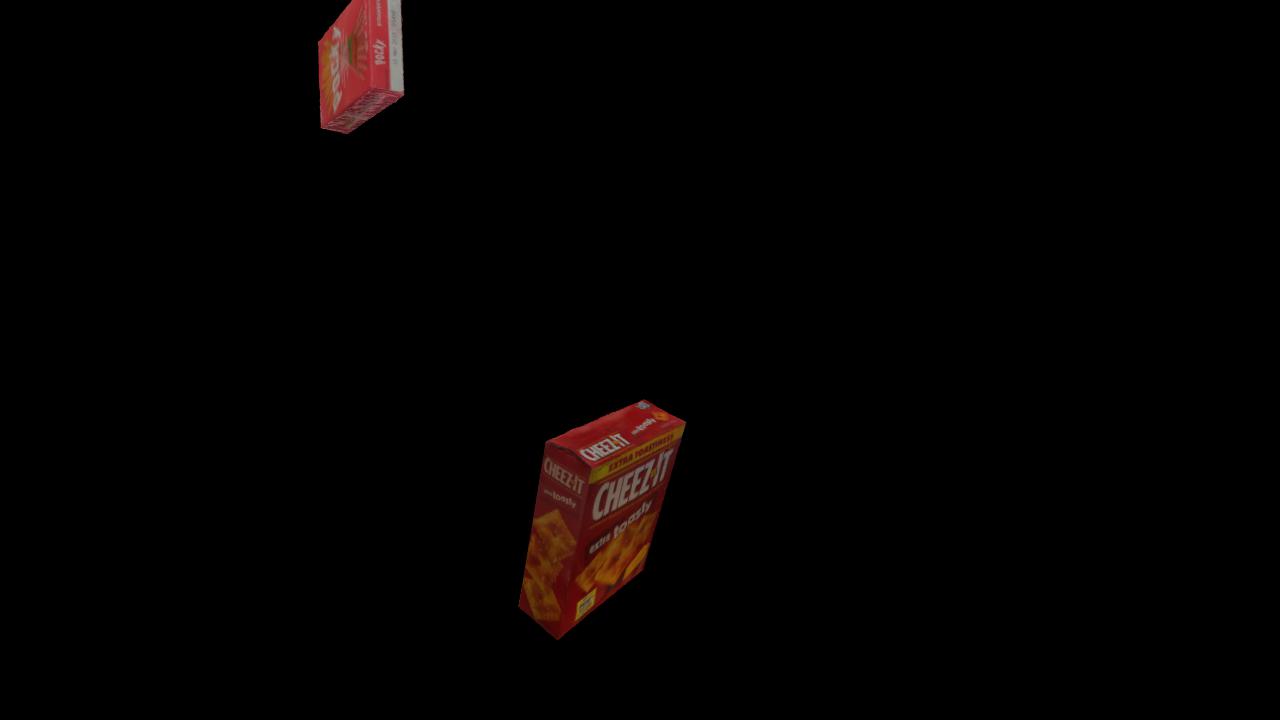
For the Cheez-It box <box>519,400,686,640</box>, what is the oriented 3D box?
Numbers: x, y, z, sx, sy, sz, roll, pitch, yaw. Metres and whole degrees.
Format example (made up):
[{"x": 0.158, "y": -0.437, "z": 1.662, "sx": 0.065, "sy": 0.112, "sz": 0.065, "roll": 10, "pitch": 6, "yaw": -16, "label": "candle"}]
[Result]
[{"x": -0.042, "y": 0.170, "z": 0.683, "sx": 0.071, "sy": 0.223, "sz": 0.166, "roll": 26, "pitch": 25, "yaw": 29, "label": "Cheez-It box"}]

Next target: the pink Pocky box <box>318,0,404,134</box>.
[{"x": -0.250, "y": -0.260, "z": 0.544, "sx": 0.029, "sy": 0.084, "sz": 0.155, "roll": -3, "pitch": 7, "yaw": -41, "label": "pink Pocky box"}]
